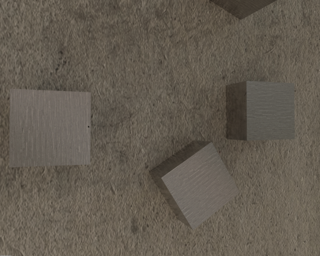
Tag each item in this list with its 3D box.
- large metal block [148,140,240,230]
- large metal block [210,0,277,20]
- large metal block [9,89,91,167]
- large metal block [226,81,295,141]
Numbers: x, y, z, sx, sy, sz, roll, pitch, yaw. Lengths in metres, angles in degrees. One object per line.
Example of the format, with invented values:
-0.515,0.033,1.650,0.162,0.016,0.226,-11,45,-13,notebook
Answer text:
0.045,0.072,0.412,0.080,0.050,0.080,-34,101,-17,large metal block
0.110,-0.201,0.420,0.080,0.080,0.050,24,82,-19,large metal block
-0.123,0.000,0.350,0.081,0.050,0.079,0,90,-20,large metal block
0.145,-0.024,0.449,0.081,0.050,0.079,-1,90,-20,large metal block
